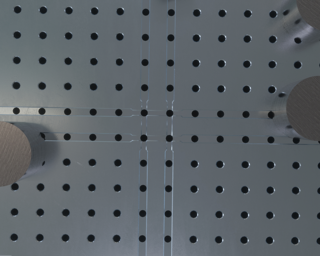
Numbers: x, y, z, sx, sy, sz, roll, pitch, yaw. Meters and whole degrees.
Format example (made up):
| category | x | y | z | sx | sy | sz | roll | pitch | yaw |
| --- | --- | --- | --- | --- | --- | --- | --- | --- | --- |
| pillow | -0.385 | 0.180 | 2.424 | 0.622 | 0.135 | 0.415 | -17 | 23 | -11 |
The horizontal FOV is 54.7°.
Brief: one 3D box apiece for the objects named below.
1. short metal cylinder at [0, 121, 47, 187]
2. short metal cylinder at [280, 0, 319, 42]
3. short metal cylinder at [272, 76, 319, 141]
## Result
| category | x | y | z | sx | sy | sz | roll | pitch | yaw |
| --- | --- | --- | --- | --- | --- | --- | --- | --- | --- |
| short metal cylinder | -0.196 | 0.031 | 0.399 | 0.081 | 0.050 | 0.079 | 0 | 90 | 0 |
| short metal cylinder | 0.206 | -0.157 | 0.402 | 0.081 | 0.050 | 0.079 | 0 | 90 | 0 |
| short metal cylinder | 0.194 | -0.024 | 0.402 | 0.081 | 0.050 | 0.079 | 0 | 90 | 0 |
